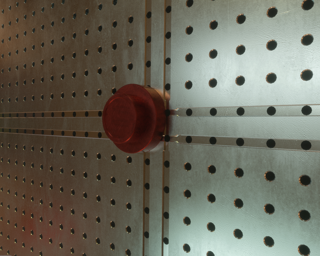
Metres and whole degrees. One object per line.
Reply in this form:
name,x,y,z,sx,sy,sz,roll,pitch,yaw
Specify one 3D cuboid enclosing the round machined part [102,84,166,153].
round machined part,-0.042,-0.013,0.431,0.098,0.042,0.097,0,90,39
